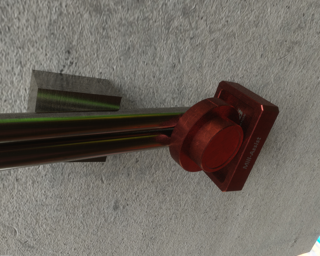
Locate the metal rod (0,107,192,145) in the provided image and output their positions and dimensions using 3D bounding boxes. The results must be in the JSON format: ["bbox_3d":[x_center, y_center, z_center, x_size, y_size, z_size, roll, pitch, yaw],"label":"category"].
[{"bbox_3d":[-0.024,-0.009,0.333,0.302,0.025,0.025,-5,122,-41],"label":"metal rod"}]

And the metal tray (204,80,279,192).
[{"bbox_3d":[0.097,0.011,0.427,0.030,0.090,0.129,4,117,-31],"label":"metal tray"}]

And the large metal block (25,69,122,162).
[{"bbox_3d":[-0.095,-0.011,0.330,0.081,0.050,0.079,3,117,-30],"label":"large metal block"}]

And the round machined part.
[{"bbox_3d":[0.063,0.015,0.380,0.099,0.042,0.097,-23,133,-27],"label":"round machined part"}]

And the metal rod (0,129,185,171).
[{"bbox_3d":[-0.032,0.015,0.343,0.302,0.025,0.025,-5,122,-41],"label":"metal rod"}]
